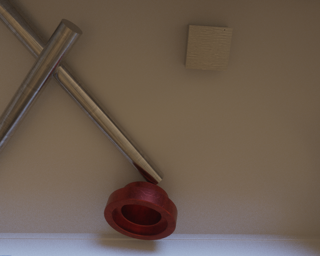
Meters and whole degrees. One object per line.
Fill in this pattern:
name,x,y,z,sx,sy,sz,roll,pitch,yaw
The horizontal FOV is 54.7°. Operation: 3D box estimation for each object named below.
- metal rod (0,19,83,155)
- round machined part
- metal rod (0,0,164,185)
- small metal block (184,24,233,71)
metal rod,-0.189,-0.007,0.388,0.025,0.025,0.299,37,112,-13
round machined part,-0.024,0.112,0.431,0.099,0.042,0.097,6,132,7
metal rod,-0.096,-0.037,0.396,0.025,0.025,0.300,-36,107,12
small metal block,0.057,-0.098,0.376,0.050,0.025,0.050,3,110,-2
